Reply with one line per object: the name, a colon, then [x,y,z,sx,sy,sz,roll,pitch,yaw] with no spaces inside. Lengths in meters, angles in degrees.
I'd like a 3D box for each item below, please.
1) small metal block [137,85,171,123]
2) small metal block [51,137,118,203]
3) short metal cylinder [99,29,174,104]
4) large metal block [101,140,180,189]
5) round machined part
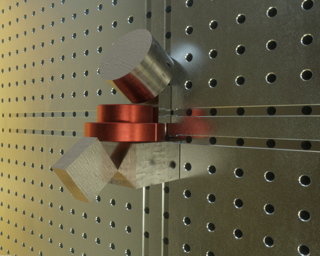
small metal block: [-0.013,-0.032,0.417,0.050,0.025,0.050,1,91,39]
small metal block: [-0.081,0.045,0.339,0.025,0.050,0.050,2,129,39]
short metal cylinder: [-0.029,-0.078,0.393,0.080,0.050,0.080,-21,49,26]
large metal block: [-0.031,0.041,0.396,0.080,0.081,0.050,1,91,39]
round machined part: [-0.043,-0.007,0.381,0.098,0.099,0.042,1,91,39]
